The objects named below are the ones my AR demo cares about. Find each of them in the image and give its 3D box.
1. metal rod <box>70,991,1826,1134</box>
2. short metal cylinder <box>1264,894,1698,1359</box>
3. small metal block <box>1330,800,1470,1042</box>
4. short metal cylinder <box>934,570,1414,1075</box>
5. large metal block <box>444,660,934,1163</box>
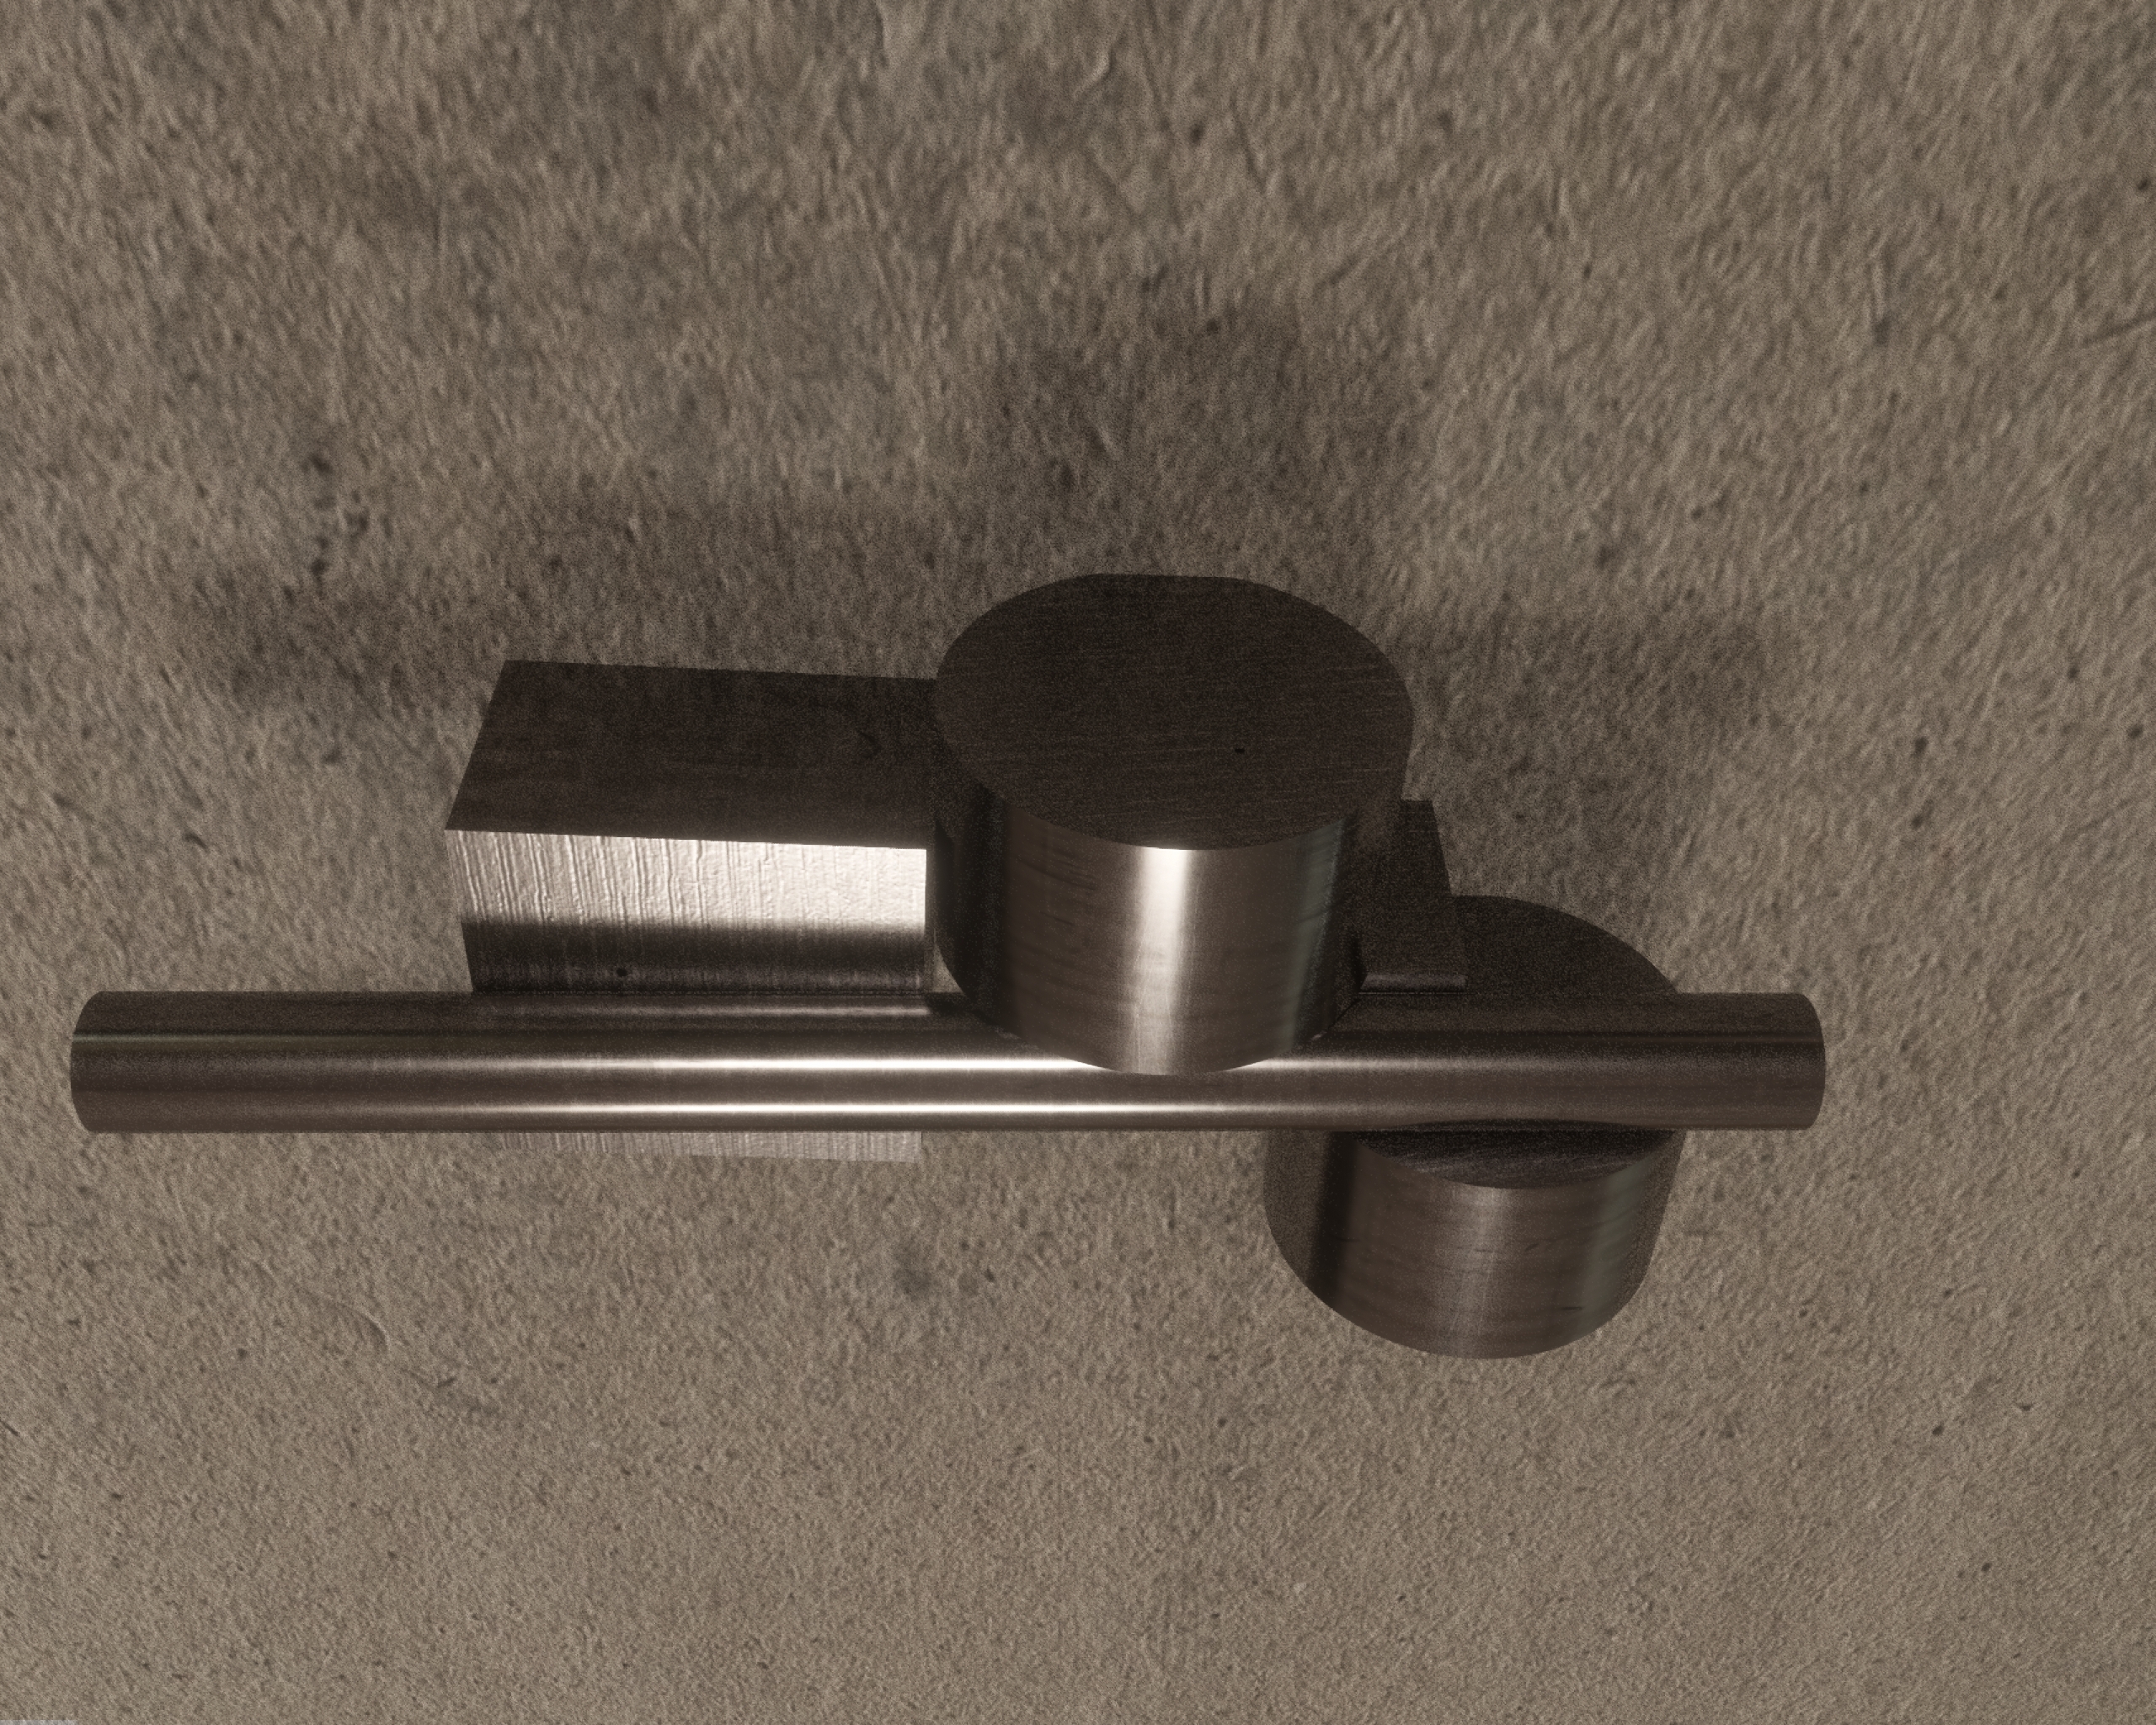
[{"bbox_3d":[-0.020,0.036,0.372,0.302,0.025,0.025,0,130,-2],"label":"metal rod"},{"bbox_3d":[0.079,0.051,0.417,0.081,0.080,0.050,0,130,-1],"label":"short metal cylinder"},{"bbox_3d":[0.045,0.013,0.402,0.050,0.050,0.025,1,130,-1],"label":"small metal block"},{"bbox_3d":[0.015,-0.009,0.366,0.081,0.080,0.050,2,130,-2],"label":"short metal cylinder"},{"bbox_3d":[-0.068,0.010,0.396,0.081,0.050,0.079,2,130,-3],"label":"large metal block"}]
